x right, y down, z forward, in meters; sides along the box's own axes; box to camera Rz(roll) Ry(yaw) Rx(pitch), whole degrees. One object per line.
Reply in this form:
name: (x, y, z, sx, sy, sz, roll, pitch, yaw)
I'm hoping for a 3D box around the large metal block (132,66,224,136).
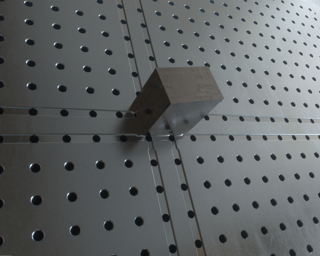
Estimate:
large metal block: (0.021, -0.035, 0.405, 0.081, 0.080, 0.050, -9, 66, -32)
